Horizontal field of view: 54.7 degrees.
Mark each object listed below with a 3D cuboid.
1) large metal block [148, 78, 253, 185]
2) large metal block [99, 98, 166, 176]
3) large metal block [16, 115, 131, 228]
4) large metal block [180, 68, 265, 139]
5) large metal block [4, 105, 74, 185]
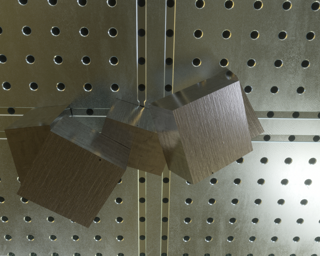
[{"bbox_3d":[0.044,0.000,0.328,0.081,0.050,0.080,-25,111,-22],"label":"large metal block"},{"bbox_3d":[-0.029,0.009,0.386,0.080,0.080,0.050,18,109,-7],"label":"large metal block"},{"bbox_3d":[-0.088,0.045,0.329,0.080,0.050,0.080,30,107,-10],"label":"large metal block"},{"bbox_3d":[0.072,-0.017,0.395,0.080,0.050,0.080,-29,108,9],"label":"large metal block"},{"bbox_3d":[-0.142,0.022,0.390,0.050,0.080,0.079,-6,110,2],"label":"large metal block"}]
